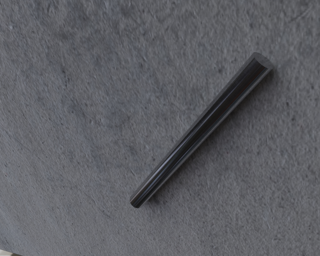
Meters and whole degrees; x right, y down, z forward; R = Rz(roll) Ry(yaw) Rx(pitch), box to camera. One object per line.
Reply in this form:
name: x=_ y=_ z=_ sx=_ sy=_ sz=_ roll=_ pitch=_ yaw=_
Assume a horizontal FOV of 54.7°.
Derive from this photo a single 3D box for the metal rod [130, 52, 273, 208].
metal rod: x=0.033 y=0.025 z=0.403 sx=0.025 sy=0.025 sz=0.298 roll=39 pitch=129 yaw=2
